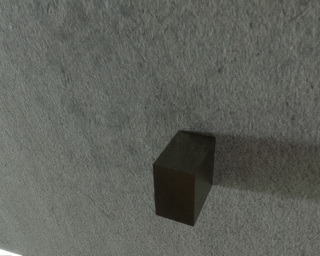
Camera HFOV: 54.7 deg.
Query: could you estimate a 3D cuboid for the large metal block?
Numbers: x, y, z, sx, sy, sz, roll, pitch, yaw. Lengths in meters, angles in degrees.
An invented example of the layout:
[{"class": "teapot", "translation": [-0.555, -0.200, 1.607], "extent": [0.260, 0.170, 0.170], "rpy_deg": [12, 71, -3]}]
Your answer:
[{"class": "large metal block", "translation": [0.033, 0.061, 0.390], "extent": [0.050, 0.080, 0.079], "rpy_deg": [11, 123, 22]}]
